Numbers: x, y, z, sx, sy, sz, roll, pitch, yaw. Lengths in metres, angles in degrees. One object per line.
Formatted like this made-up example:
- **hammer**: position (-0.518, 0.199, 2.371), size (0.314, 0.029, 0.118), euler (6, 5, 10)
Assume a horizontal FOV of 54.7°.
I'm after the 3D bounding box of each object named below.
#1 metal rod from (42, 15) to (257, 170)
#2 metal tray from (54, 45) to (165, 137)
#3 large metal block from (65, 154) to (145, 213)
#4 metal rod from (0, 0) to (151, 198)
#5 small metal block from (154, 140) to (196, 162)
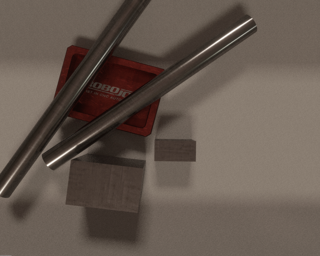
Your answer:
- **metal rod**: position (-0.012, -0.044, 0.380), size (0.301, 0.025, 0.025), euler (-35, 90, -1)
- **metal tray**: position (-0.065, -0.047, 0.407), size (0.131, 0.030, 0.089), euler (15, 90, -1)
- **large metal block**: position (-0.062, 0.065, 0.383), size (0.081, 0.080, 0.050), euler (7, 90, -1)
- **metal rod**: position (-0.108, -0.044, 0.379), size (0.025, 0.025, 0.299), euler (36, 90, -1)
- **small metal block**: position (0.018, 0.028, 0.399), size (0.050, 0.050, 0.025), euler (1, 90, -1)
